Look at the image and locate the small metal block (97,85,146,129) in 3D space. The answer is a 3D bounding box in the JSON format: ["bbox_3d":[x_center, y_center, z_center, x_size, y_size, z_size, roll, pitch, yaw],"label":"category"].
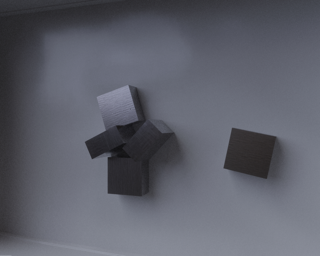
[{"bbox_3d":[-0.054,-0.026,0.428,0.050,0.025,0.050,-18,84,18],"label":"small metal block"}]

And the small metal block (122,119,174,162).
[{"bbox_3d":[-0.014,0.016,0.401,0.025,0.050,0.050,45,104,14],"label":"small metal block"}]

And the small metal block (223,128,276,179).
[{"bbox_3d":[0.108,0.029,0.372,0.050,0.025,0.050,12,94,19],"label":"small metal block"}]

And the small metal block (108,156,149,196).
[{"bbox_3d":[-0.043,0.064,0.425,0.050,0.025,0.050,0,90,19],"label":"small metal block"}]

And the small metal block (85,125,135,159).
[{"bbox_3d":[-0.063,0.018,0.418,0.050,0.050,0.025,-27,82,18],"label":"small metal block"}]
